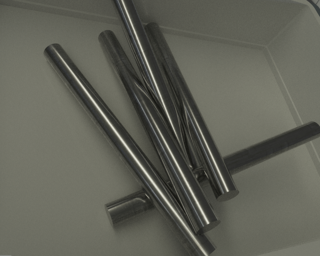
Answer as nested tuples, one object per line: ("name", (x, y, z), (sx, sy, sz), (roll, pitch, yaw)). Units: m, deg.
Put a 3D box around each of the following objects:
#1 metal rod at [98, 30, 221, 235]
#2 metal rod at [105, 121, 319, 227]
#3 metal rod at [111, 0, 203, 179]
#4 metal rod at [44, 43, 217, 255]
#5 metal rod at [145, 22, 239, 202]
("metal rod", (-0.016, -0.020, 0.363), (0.025, 0.025, 0.299), (-6, 51, -31))
("metal rod", (0.081, 0.047, 0.377), (0.302, 0.025, 0.025), (-18, 71, -21))
("metal rod", (-0.010, -0.067, 0.382), (0.025, 0.025, 0.299), (-24, 93, -36))
("metal rod", (-0.046, 0.012, 0.342), (0.025, 0.025, 0.300), (-24, 66, -37))
("metal rod", (0.029, -0.044, 0.409), (0.025, 0.025, 0.299), (2, 49, -28))
